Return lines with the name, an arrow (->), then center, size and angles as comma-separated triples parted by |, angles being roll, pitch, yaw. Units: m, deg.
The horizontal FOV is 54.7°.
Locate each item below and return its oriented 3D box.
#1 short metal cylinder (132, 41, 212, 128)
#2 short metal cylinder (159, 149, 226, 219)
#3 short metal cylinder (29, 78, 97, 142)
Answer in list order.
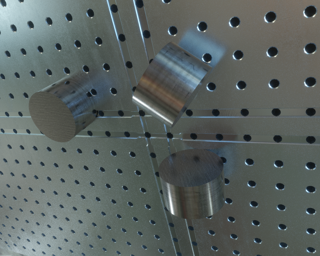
short metal cylinder -> 0.014, -0.046, 0.339 | 0.050, 0.080, 0.079 | 34, 129, 5
short metal cylinder -> 0.042, 0.069, 0.395 | 0.080, 0.080, 0.050 | 4, 120, 25
short metal cylinder -> -0.141, -0.026, 0.451 | 0.080, 0.050, 0.079 | 13, 124, 20
